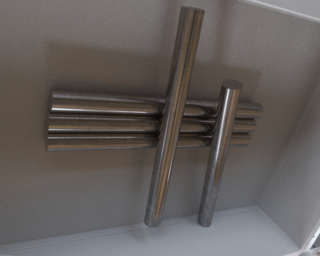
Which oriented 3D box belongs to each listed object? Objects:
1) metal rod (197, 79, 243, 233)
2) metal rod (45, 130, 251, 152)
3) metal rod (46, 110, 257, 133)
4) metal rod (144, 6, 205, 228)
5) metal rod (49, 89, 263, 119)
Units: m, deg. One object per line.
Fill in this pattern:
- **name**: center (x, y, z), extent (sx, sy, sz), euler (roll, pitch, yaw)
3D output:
- **metal rod**: center (0.083, 0.063, 0.468), extent (0.025, 0.025, 0.298), euler (-15, 132, -20)
- **metal rod**: center (0.004, 0.016, 0.421), extent (0.303, 0.025, 0.025), euler (1, 118, -29)
- **metal rod**: center (0.010, -0.006, 0.410), extent (0.303, 0.025, 0.025), euler (1, 118, -29)
- **metal rod**: center (0.012, 0.007, 0.387), extent (0.025, 0.025, 0.298), euler (-5, 121, -26)
- **metal rod**: center (0.017, -0.028, 0.401), extent (0.303, 0.025, 0.025), euler (1, 118, -29)
